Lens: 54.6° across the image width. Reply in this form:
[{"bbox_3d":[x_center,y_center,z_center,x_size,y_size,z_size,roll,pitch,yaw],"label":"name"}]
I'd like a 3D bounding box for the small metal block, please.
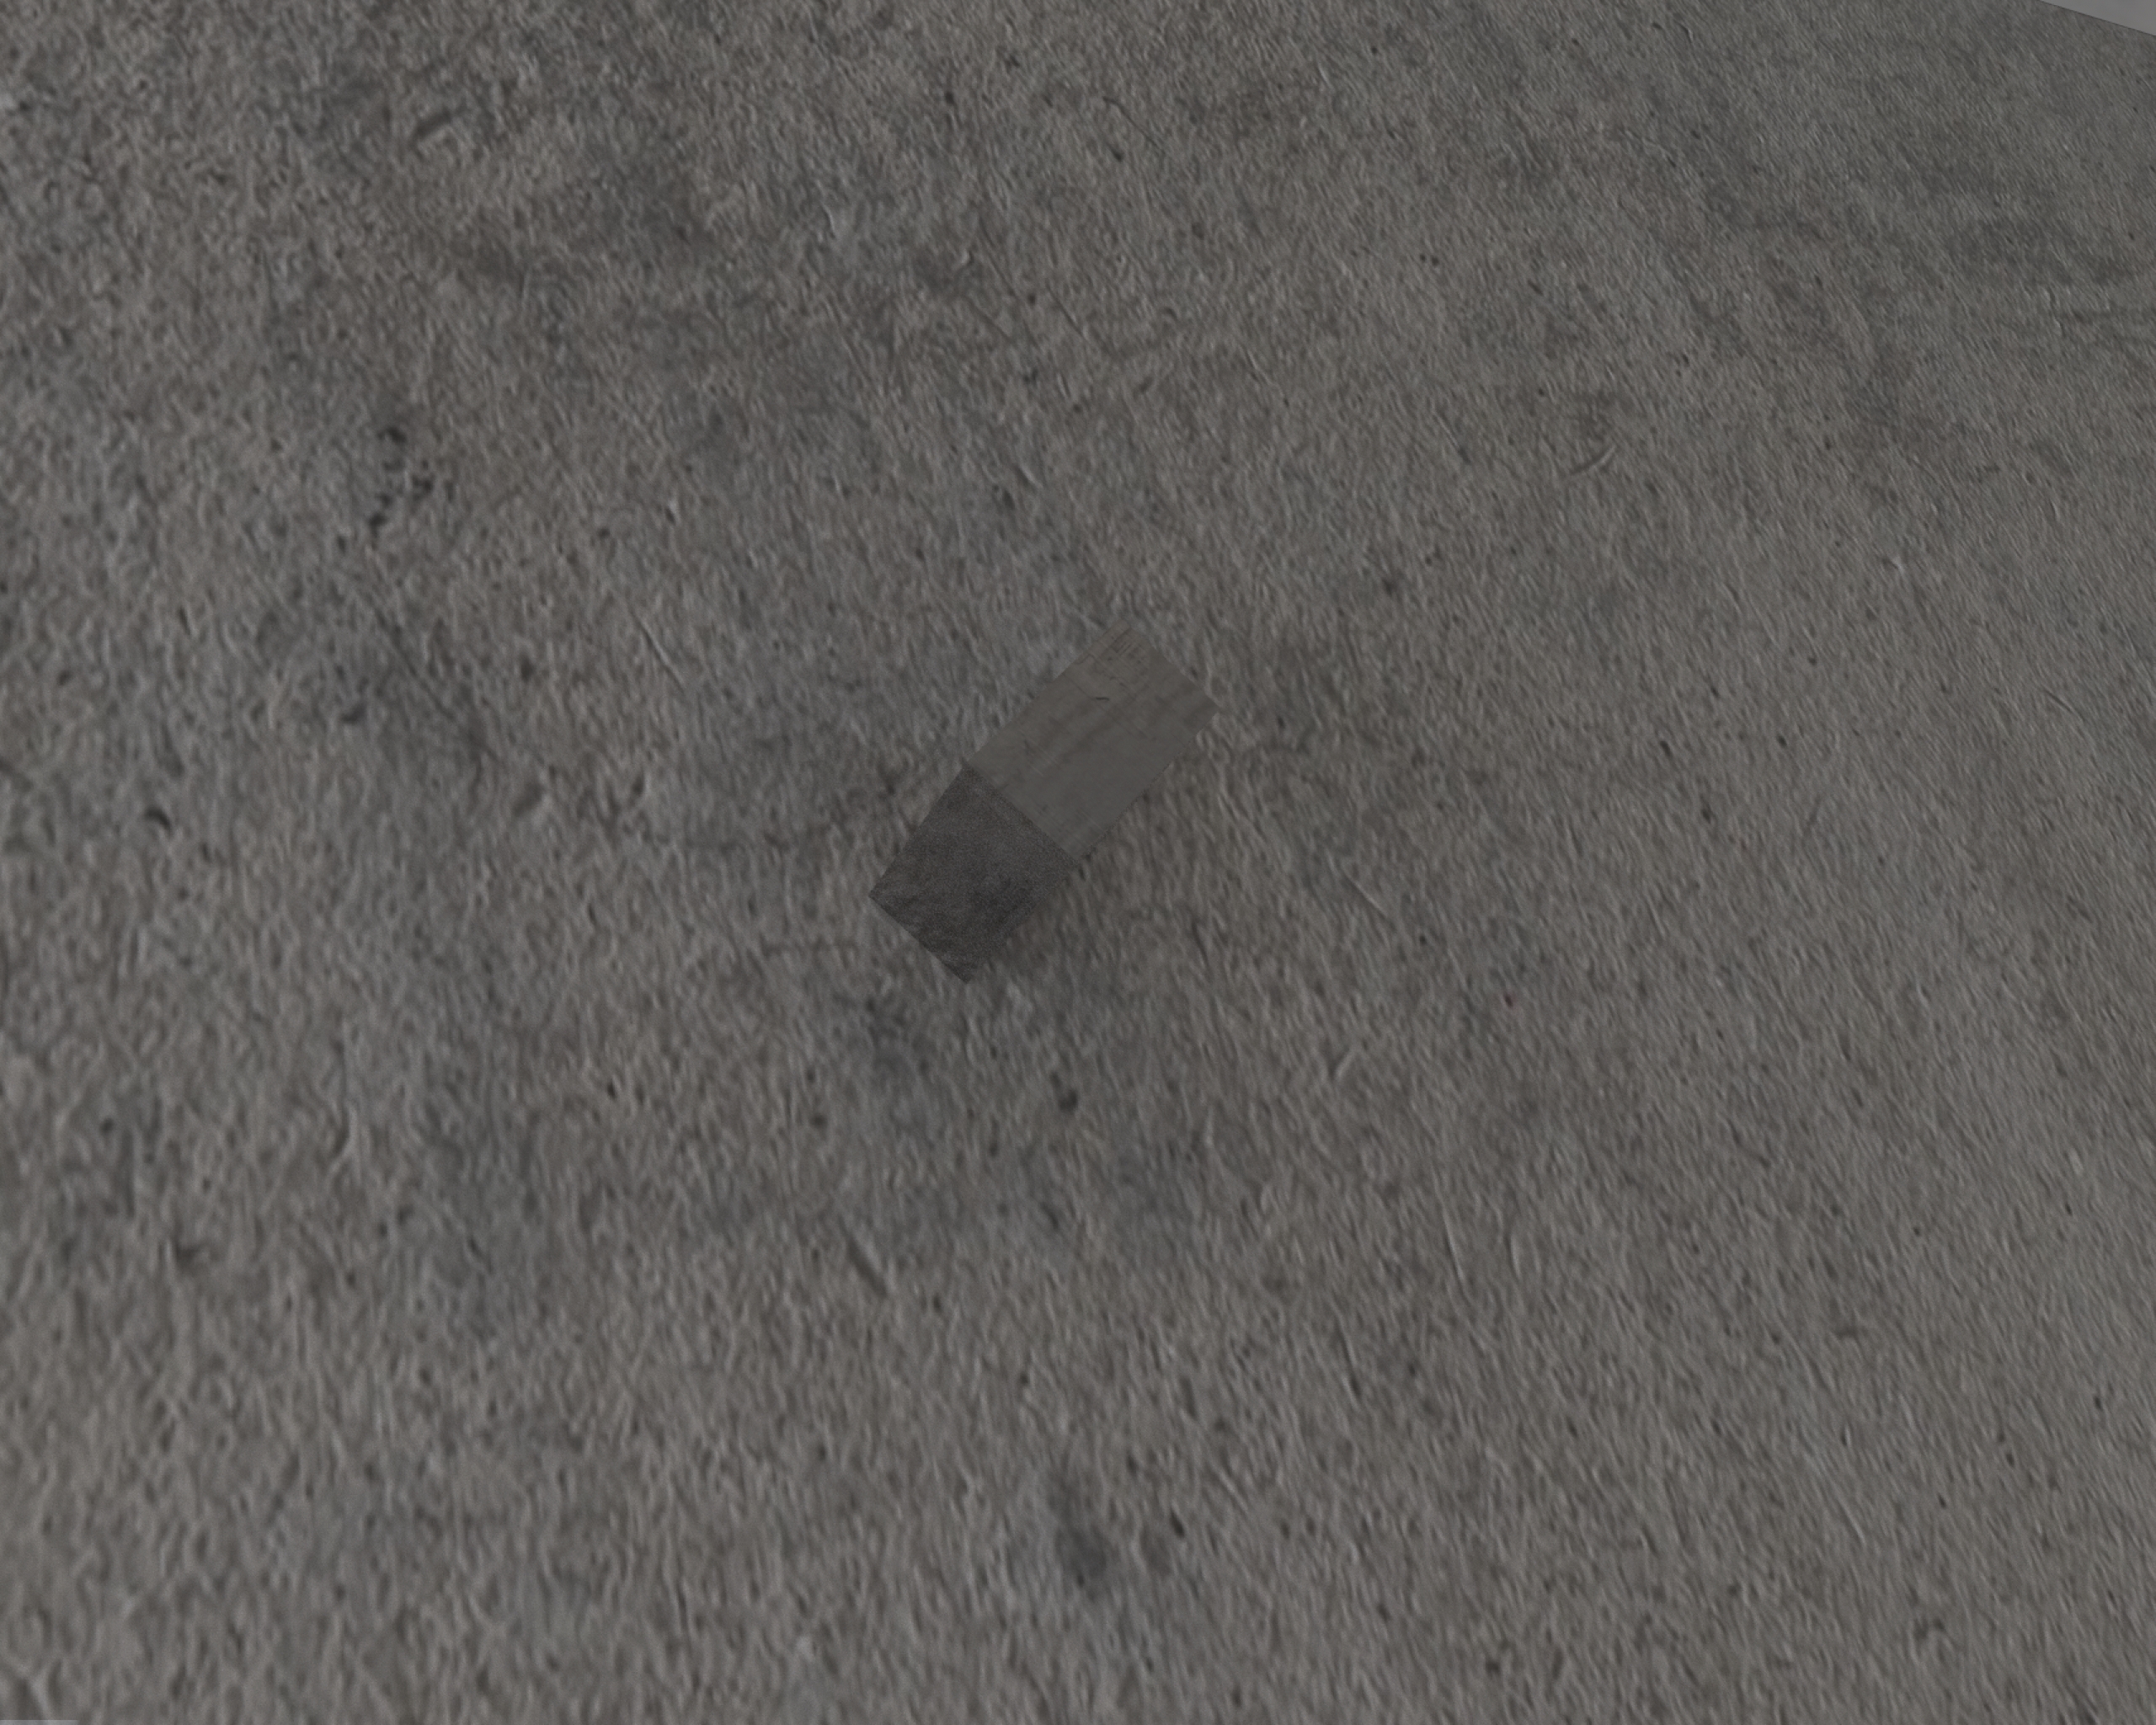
[{"bbox_3d":[-0.007,-0.011,0.391,0.025,0.050,0.050,43,51,1],"label":"small metal block"}]
